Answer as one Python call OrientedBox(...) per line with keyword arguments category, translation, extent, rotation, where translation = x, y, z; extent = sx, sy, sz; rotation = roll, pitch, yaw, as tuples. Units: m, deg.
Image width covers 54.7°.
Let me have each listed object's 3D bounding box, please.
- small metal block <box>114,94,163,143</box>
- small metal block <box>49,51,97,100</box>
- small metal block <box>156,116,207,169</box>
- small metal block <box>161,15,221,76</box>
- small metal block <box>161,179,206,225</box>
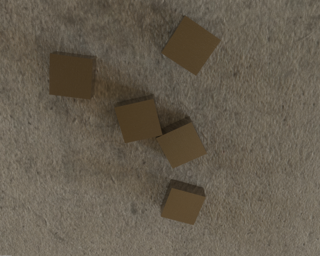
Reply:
OrientedBox(category="small metal block", translation=(-0.027, -0.012, 0.405), extent=(0.050, 0.025, 0.050), rotation=(-13, 110, 4))
OrientedBox(category="small metal block", translation=(-0.108, -0.066, 0.384), extent=(0.050, 0.025, 0.050), rotation=(7, 110, -3))
OrientedBox(category="small metal block", translation=(0.028, 0.019, 0.417), extent=(0.050, 0.025, 0.050), rotation=(-25, 109, 8))
OrientedBox(category="small metal block", translation=(0.036, -0.099, 0.374), extent=(0.050, 0.025, 0.050), rotation=(31, 107, -11))
OrientedBox(category="small metal block", translation=(0.033, 0.108, 0.450), extent=(0.050, 0.025, 0.050), rotation=(16, 109, -7))
